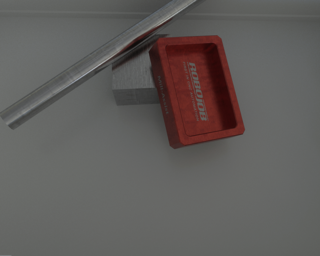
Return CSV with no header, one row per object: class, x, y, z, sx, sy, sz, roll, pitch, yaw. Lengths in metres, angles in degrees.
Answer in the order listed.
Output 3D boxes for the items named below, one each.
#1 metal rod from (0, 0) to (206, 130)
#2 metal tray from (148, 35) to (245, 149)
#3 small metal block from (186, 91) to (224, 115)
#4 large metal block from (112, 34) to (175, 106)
metal rod,-0.061,-0.096,0.391,0.301,0.025,0.025,-37,75,-11
metal tray,0.045,-0.046,0.381,0.091,0.030,0.129,-10,82,-23
small metal block,0.059,-0.038,0.424,0.050,0.025,0.050,19,71,6
large metal block,-0.022,-0.079,0.425,0.081,0.050,0.080,-3,70,-2
